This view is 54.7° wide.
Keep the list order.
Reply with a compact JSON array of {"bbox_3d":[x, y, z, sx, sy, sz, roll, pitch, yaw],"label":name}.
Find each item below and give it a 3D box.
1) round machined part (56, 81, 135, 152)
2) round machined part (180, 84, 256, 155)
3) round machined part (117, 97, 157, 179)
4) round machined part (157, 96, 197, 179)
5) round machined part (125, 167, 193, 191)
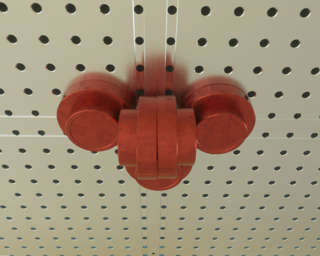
[{"bbox_3d":[-0.081,-0.008,0.392,0.099,0.042,0.097,-1,130,0],"label":"round machined part"},{"bbox_3d":[0.073,-0.004,0.397,0.099,0.042,0.097,-1,130,0],"label":"round machined part"},{"bbox_3d":[-0.025,0.011,0.365,0.042,0.098,0.097,1,130,-1],"label":"round machined part"},{"bbox_3d":[0.019,0.010,0.366,0.042,0.098,0.097,-1,130,0],"label":"round machined part"},{"bbox_3d":[-0.002,0.053,0.446,0.099,0.042,0.097,-1,130,0],"label":"round machined part"}]
